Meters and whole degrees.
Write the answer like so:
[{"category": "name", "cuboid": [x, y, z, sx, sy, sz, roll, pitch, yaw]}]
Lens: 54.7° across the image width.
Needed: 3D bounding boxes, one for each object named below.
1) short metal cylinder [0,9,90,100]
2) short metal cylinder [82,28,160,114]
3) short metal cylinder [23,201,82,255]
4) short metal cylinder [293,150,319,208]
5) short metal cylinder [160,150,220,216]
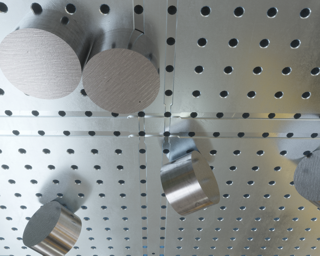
[{"category": "short metal cylinder", "cuboid": [-0.119, -0.077, 0.328, 0.081, 0.050, 0.079, 0, 130, 0]}, {"category": "short metal cylinder", "cuboid": [-0.040, -0.062, 0.342, 0.081, 0.050, 0.079, -1, 130, 0]}, {"category": "short metal cylinder", "cuboid": [-0.180, 0.171, 0.518, 0.080, 0.080, 0.050, -25, 126, 19]}, {"category": "short metal cylinder", "cuboid": [0.243, 0.077, 0.445, 0.050, 0.080, 0.080, 34, 122, -26]}, {"category": "short metal cylinder", "cuboid": [0.044, 0.079, 0.443, 0.050, 0.080, 0.080, -28, 125, 21]}]
